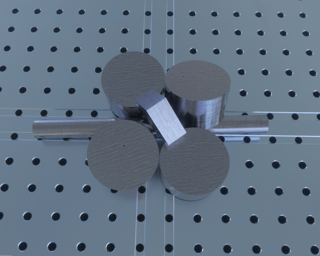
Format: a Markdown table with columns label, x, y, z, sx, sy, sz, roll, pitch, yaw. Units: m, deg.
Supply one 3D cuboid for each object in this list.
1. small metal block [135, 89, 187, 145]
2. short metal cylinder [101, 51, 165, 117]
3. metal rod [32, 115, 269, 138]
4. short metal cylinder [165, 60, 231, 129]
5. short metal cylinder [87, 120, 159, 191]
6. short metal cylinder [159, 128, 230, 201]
| label | x | y | z | sx | sy | sz | roll | pitch | yaw |
| --- | --- | --- | --- | --- | --- | --- | --- | --- | --- |
| small metal block | 0.000 | -0.014 | 0.362 | 0.025 | 0.050 | 0.050 | -35 | 116 | -6 |
| short metal cylinder | -0.034 | -0.054 | 0.414 | 0.081 | 0.050 | 0.080 | 0 | 70 | 0 |
| metal rod | -0.011 | -0.002 | 0.408 | 0.302 | 0.025 | 0.025 | -1 | 70 | -1 |
| short metal cylinder | 0.046 | -0.043 | 0.396 | 0.081 | 0.050 | 0.080 | 0 | 47 | 0 |
| short metal cylinder | -0.041 | 0.030 | 0.370 | 0.081 | 0.050 | 0.079 | 0 | 90 | -1 |
| short metal cylinder | 0.040 | 0.045 | 0.378 | 0.081 | 0.050 | 0.080 | 0 | 70 | 0 |
